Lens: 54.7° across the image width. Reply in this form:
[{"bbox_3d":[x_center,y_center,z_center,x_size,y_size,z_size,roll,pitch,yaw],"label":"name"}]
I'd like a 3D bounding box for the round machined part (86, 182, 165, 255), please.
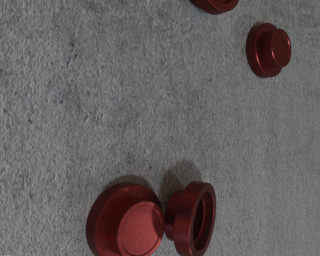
[{"bbox_3d":[-0.033,0.116,0.366,0.099,0.042,0.097,0,90,-40],"label":"round machined part"}]

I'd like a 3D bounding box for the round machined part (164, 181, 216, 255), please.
[{"bbox_3d":[0.039,0.119,0.412,0.099,0.042,0.097,-15,107,-61],"label":"round machined part"}]

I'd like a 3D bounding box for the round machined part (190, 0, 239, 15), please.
[{"bbox_3d":[0.073,-0.215,0.454,0.099,0.042,0.097,0,90,-40],"label":"round machined part"}]

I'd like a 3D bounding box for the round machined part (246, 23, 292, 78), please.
[{"bbox_3d":[0.203,-0.142,0.563,0.099,0.042,0.097,0,90,-40],"label":"round machined part"}]
